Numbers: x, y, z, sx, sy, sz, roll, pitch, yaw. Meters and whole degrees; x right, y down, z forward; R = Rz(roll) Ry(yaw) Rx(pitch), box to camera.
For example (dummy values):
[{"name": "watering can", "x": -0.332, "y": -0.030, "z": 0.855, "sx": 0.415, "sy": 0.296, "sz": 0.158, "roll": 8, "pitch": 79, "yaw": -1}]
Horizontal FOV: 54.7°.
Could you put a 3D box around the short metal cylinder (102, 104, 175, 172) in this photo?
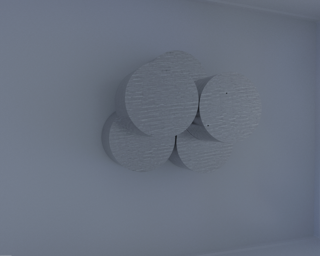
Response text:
[{"name": "short metal cylinder", "x": -0.028, "y": 0.012, "z": 0.385, "sx": 0.081, "sy": 0.050, "sz": 0.080, "roll": 0, "pitch": 90, "yaw": -20}]

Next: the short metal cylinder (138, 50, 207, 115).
[{"name": "short metal cylinder", "x": 0.014, "y": -0.055, "z": 0.401, "sx": 0.081, "sy": 0.050, "sz": 0.080, "roll": 0, "pitch": 90, "yaw": -20}]

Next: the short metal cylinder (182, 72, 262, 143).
[{"name": "short metal cylinder", "x": 0.071, "y": -0.023, "z": 0.367, "sx": 0.081, "sy": 0.050, "sz": 0.080, "roll": 0, "pitch": 90, "yaw": -20}]

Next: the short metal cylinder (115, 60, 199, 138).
[{"name": "short metal cylinder", "x": -0.005, "y": -0.030, "z": 0.340, "sx": 0.081, "sy": 0.050, "sz": 0.080, "roll": 0, "pitch": 90, "yaw": -20}]

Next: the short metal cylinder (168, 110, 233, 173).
[{"name": "short metal cylinder", "x": 0.049, "y": 0.017, "z": 0.413, "sx": 0.081, "sy": 0.050, "sz": 0.080, "roll": 0, "pitch": 90, "yaw": -20}]
